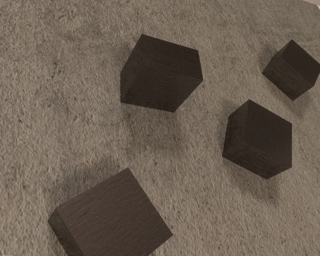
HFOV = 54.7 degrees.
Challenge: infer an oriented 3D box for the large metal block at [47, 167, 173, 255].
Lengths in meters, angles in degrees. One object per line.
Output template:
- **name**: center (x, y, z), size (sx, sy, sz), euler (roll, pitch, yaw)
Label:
- **large metal block**: center (-0.049, 0.098, 0.303), size (0.081, 0.050, 0.080), euler (-27, 77, -37)

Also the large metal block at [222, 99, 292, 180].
- **large metal block**: center (0.145, 0.017, 0.458), size (0.080, 0.050, 0.080), euler (27, 52, -12)

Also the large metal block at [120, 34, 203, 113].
- **large metal block**: center (-0.001, -0.068, 0.411), size (0.081, 0.080, 0.050), euler (9, 58, -24)

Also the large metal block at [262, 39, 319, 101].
- **large metal block**: center (0.256, -0.112, 0.598), size (0.080, 0.050, 0.080), euler (42, 51, 0)
